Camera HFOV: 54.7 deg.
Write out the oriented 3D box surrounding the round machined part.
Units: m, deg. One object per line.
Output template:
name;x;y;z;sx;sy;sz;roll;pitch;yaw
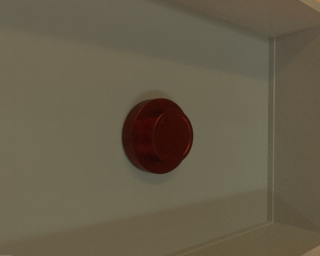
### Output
round machined part;0.005;0.010;0.397;0.099;0.042;0.097;0;90;-40
